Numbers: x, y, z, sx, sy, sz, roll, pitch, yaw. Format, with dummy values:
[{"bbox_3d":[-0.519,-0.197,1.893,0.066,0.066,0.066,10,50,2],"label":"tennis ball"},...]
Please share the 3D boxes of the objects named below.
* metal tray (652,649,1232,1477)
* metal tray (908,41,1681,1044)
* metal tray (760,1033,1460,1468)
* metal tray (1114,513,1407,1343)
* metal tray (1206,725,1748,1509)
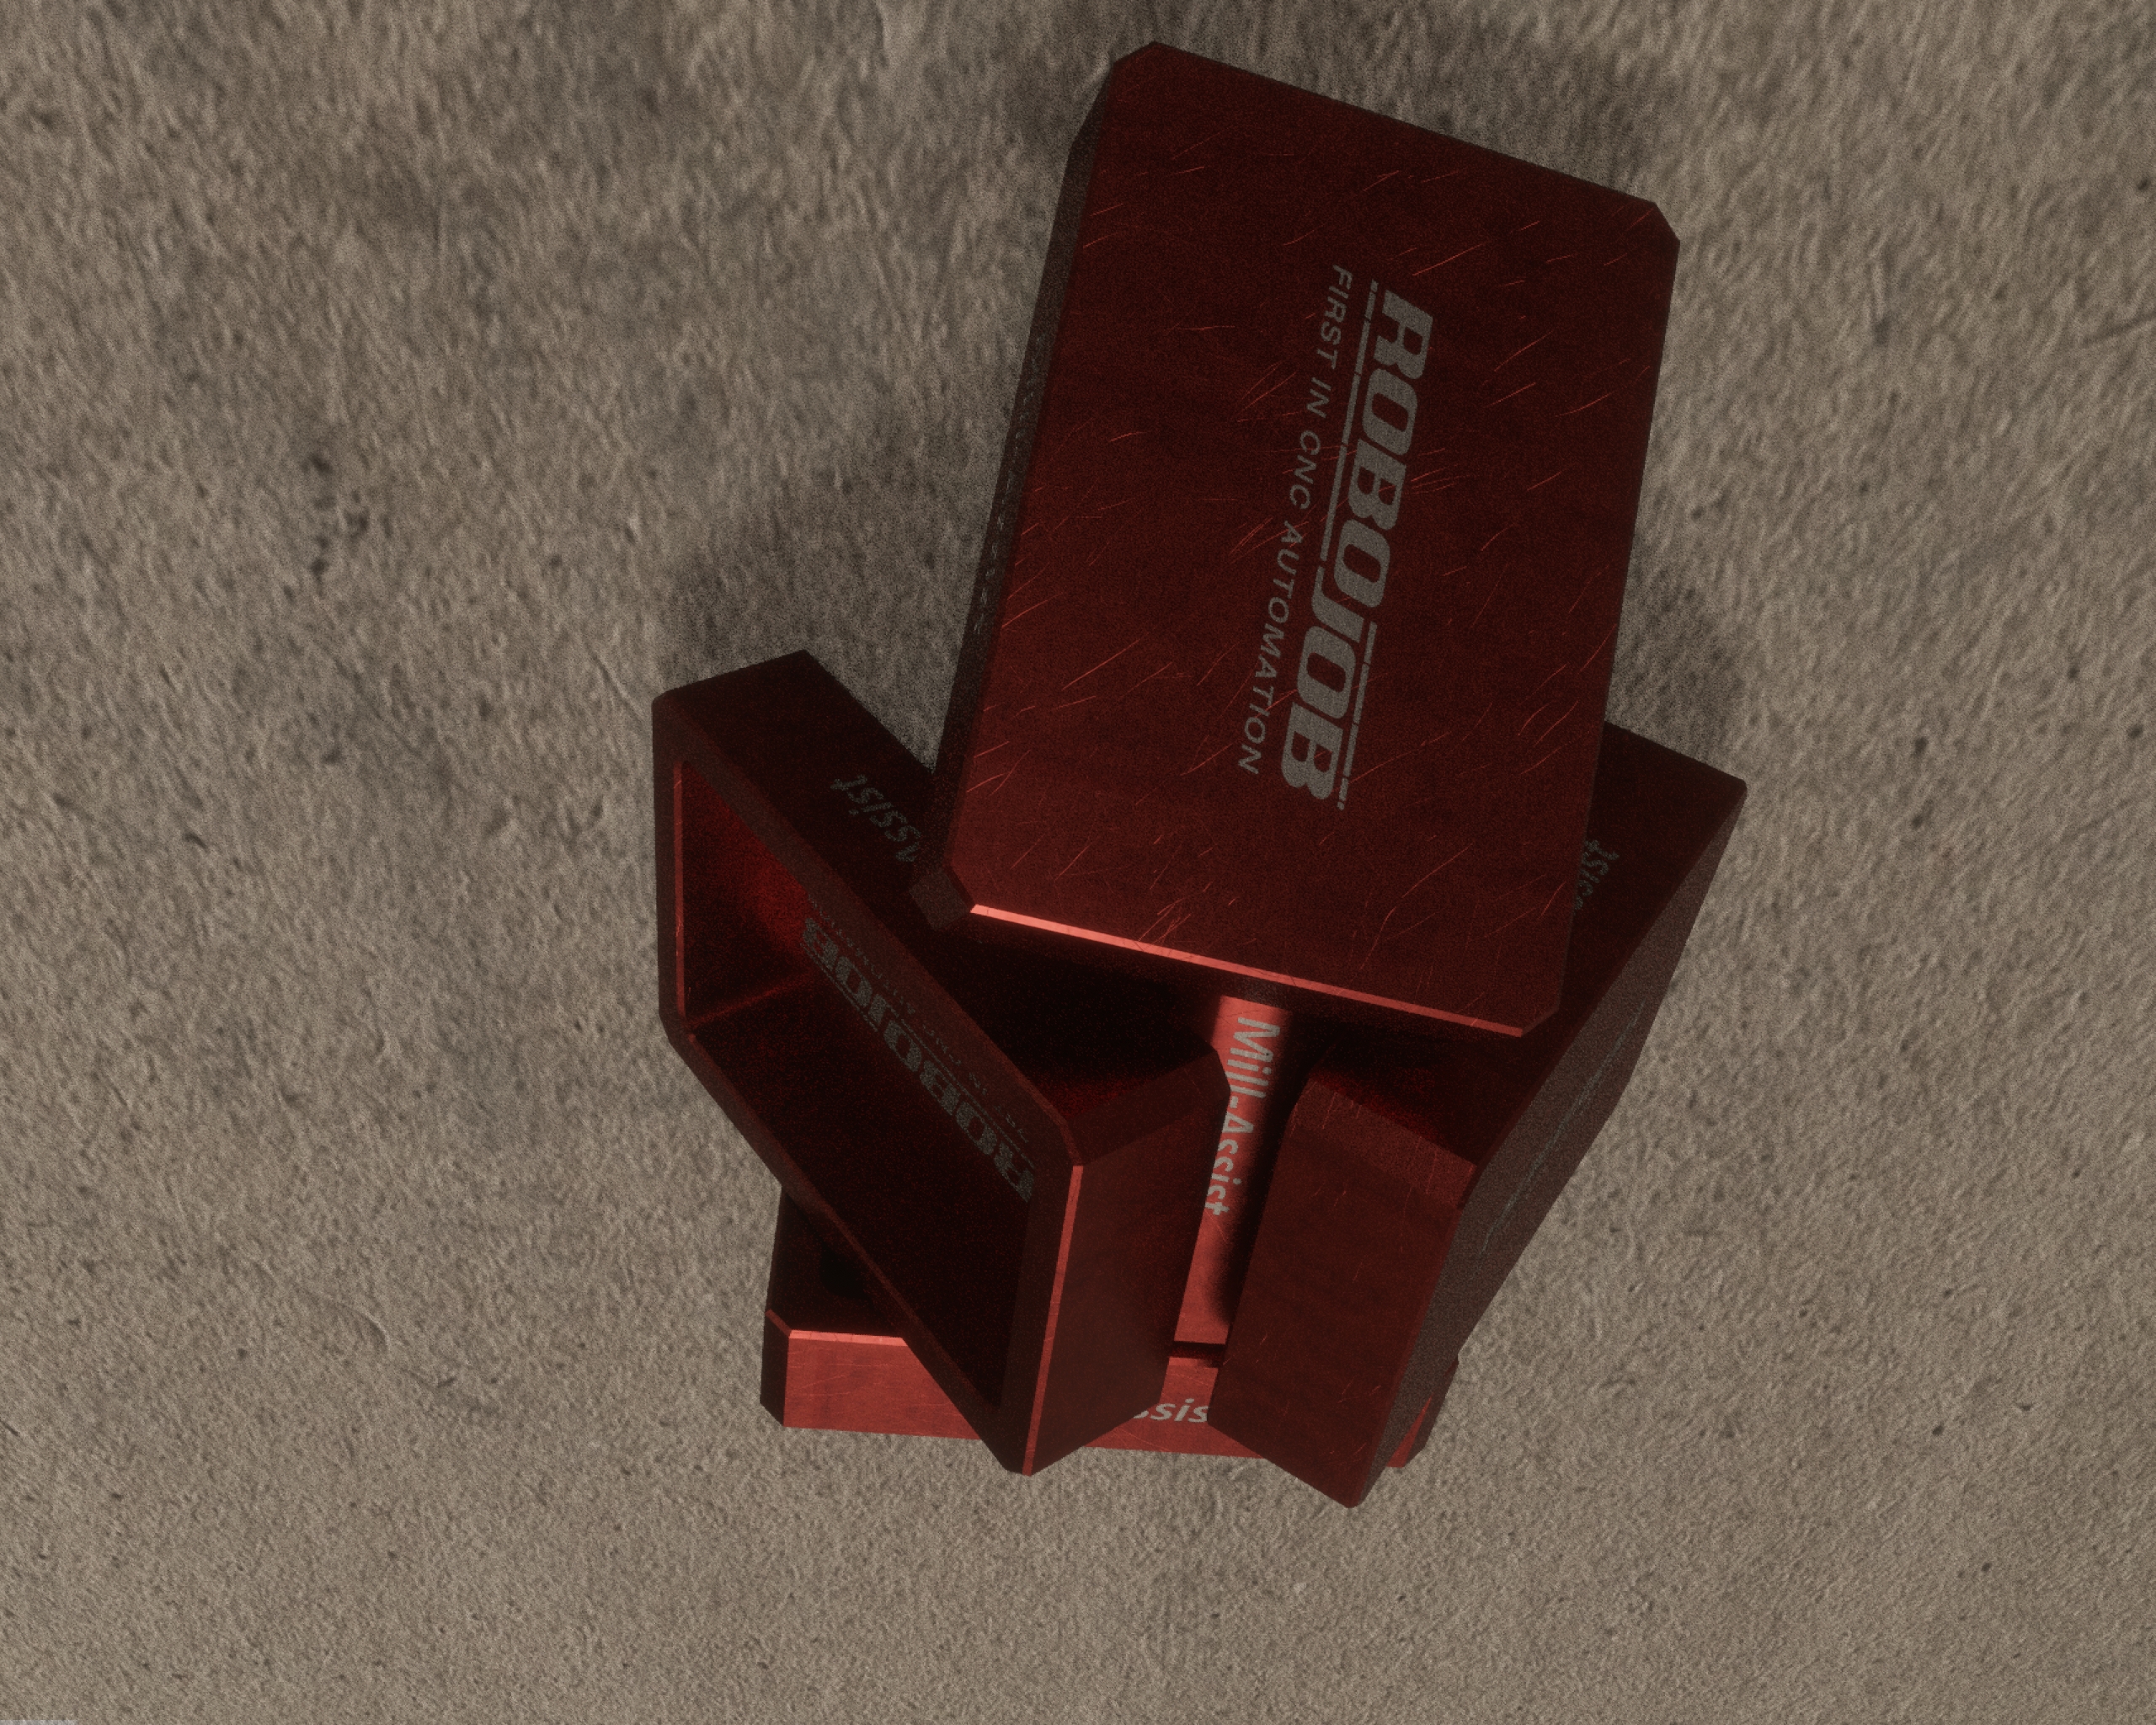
[{"bbox_3d":[-0.031,0.033,0.373,0.030,0.130,0.089,-22,138,-31],"label":"metal tray"},{"bbox_3d":[0.033,-0.045,0.310,0.091,0.129,0.030,14,170,-12],"label":"metal tray"},{"bbox_3d":[0.005,0.074,0.428,0.131,0.090,0.030,5,130,-5],"label":"metal tray"},{"bbox_3d":[0.025,0.013,0.377,0.030,0.090,0.129,5,130,-5],"label":"metal tray"},{"bbox_3d":[0.075,0.042,0.380,0.030,0.131,0.089,27,134,21],"label":"metal tray"}]
